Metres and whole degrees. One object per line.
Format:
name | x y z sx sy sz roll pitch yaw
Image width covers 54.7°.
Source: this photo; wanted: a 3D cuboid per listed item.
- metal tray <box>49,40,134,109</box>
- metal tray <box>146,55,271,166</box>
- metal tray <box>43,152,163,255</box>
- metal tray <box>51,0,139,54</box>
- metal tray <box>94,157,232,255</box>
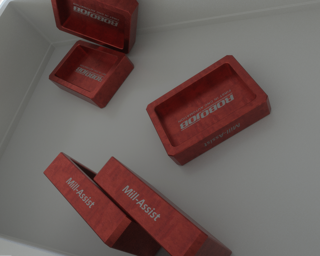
metal tray | -0.117 -0.094 0.519 0.130 0.030 0.090 25 75 36
metal tray | 0.056 -0.024 0.386 0.130 0.030 0.090 -32 52 7
metal tray | -0.061 0.084 0.342 0.130 0.090 0.030 32 80 37
metal tray | -0.102 -0.177 0.487 0.131 0.090 0.030 21 61 3
metal tray | 0.002 0.086 0.309 0.130 0.090 0.030 32 80 37
